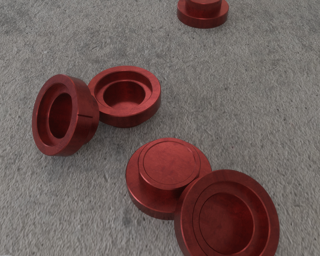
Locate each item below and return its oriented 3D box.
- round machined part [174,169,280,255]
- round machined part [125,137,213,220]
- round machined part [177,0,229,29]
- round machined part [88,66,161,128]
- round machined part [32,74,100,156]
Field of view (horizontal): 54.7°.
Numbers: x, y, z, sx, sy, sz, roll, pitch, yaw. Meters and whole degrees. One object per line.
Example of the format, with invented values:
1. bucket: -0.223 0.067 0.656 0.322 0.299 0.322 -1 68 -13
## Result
1. round machined part: 0.060 0.092 0.300 0.099 0.042 0.098 5 69 -14
2. round machined part: 0.010 0.050 0.350 0.099 0.042 0.098 0 50 0
3. round machined part: 0.082 -0.235 0.590 0.099 0.042 0.098 0 50 0
4. round machined part: -0.048 -0.038 0.424 0.099 0.042 0.098 0 50 0
5. round machined part: -0.112 -0.014 0.380 0.042 0.098 0.098 11 33 -50
